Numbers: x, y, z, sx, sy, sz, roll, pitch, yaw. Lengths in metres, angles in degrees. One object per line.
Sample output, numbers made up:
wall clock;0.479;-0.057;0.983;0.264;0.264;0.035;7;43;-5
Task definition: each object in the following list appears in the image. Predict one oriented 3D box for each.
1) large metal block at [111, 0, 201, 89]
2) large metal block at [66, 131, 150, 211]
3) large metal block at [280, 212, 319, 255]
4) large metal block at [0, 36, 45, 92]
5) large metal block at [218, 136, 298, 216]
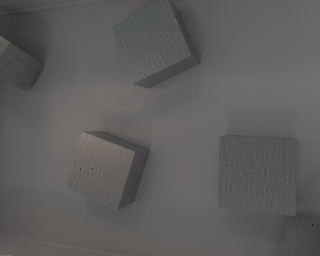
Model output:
large metal block;-0.004;-0.106;0.399;0.080;0.050;0.080;-23;83;18
large metal block;-0.070;0.055;0.422;0.080;0.050;0.080;19;96;19
large metal block;0.167;0.137;0.310;0.050;0.080;0.080;15;88;-10
large metal block;-0.236;-0.106;0.460;0.080;0.080;0.050;33;88;17
large metal block;0.112;0.050;0.357;0.080;0.050;0.080;2;91;20
